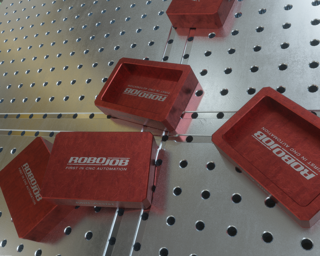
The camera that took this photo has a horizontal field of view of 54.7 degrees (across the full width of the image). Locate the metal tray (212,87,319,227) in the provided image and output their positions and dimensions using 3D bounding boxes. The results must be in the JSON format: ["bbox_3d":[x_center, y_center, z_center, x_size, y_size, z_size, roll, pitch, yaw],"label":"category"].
[{"bbox_3d":[0.129,0.024,0.322,0.090,0.030,0.130,-43,51,-2],"label":"metal tray"}]

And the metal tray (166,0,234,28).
[{"bbox_3d":[0.077,-0.221,0.500,0.090,0.030,0.130,13,68,33],"label":"metal tray"}]

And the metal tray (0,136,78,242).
[{"bbox_3d":[-0.175,0.083,0.444,0.090,0.030,0.130,-44,51,-3],"label":"metal tray"}]

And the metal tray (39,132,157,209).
[{"bbox_3d":[-0.074,0.051,0.389,0.131,0.030,0.090,0,60,9],"label":"metal tray"}]

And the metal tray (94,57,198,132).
[{"bbox_3d":[-0.022,-0.053,0.447,0.130,0.030,0.090,15,69,33],"label":"metal tray"}]
